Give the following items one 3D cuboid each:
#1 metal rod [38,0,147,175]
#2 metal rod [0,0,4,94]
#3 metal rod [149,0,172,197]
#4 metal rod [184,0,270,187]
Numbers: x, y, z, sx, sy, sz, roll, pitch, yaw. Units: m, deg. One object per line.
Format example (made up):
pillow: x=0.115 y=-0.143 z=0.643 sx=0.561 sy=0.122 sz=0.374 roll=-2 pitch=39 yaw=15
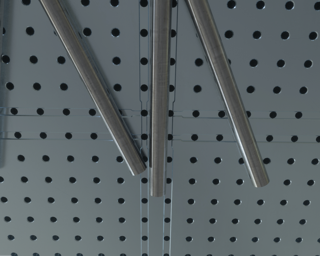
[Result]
metal rod: x=-0.090 y=-0.069 z=0.387 sx=0.025 sy=0.025 sz=0.299 roll=-22 pitch=109 yaw=8
metal rod: x=-0.211 y=-0.073 z=0.385 sx=0.025 sy=0.025 sz=0.298 roll=12 pitch=110 yaw=-4
metal rod: x=0.000 y=-0.047 z=0.395 sx=0.025 sy=0.025 sz=0.298 roll=1 pitch=110 yaw=-1
metal rod: x=0.085 y=-0.052 z=0.394 sx=0.025 sy=0.025 sz=0.299 roll=-22 pitch=109 yaw=8
